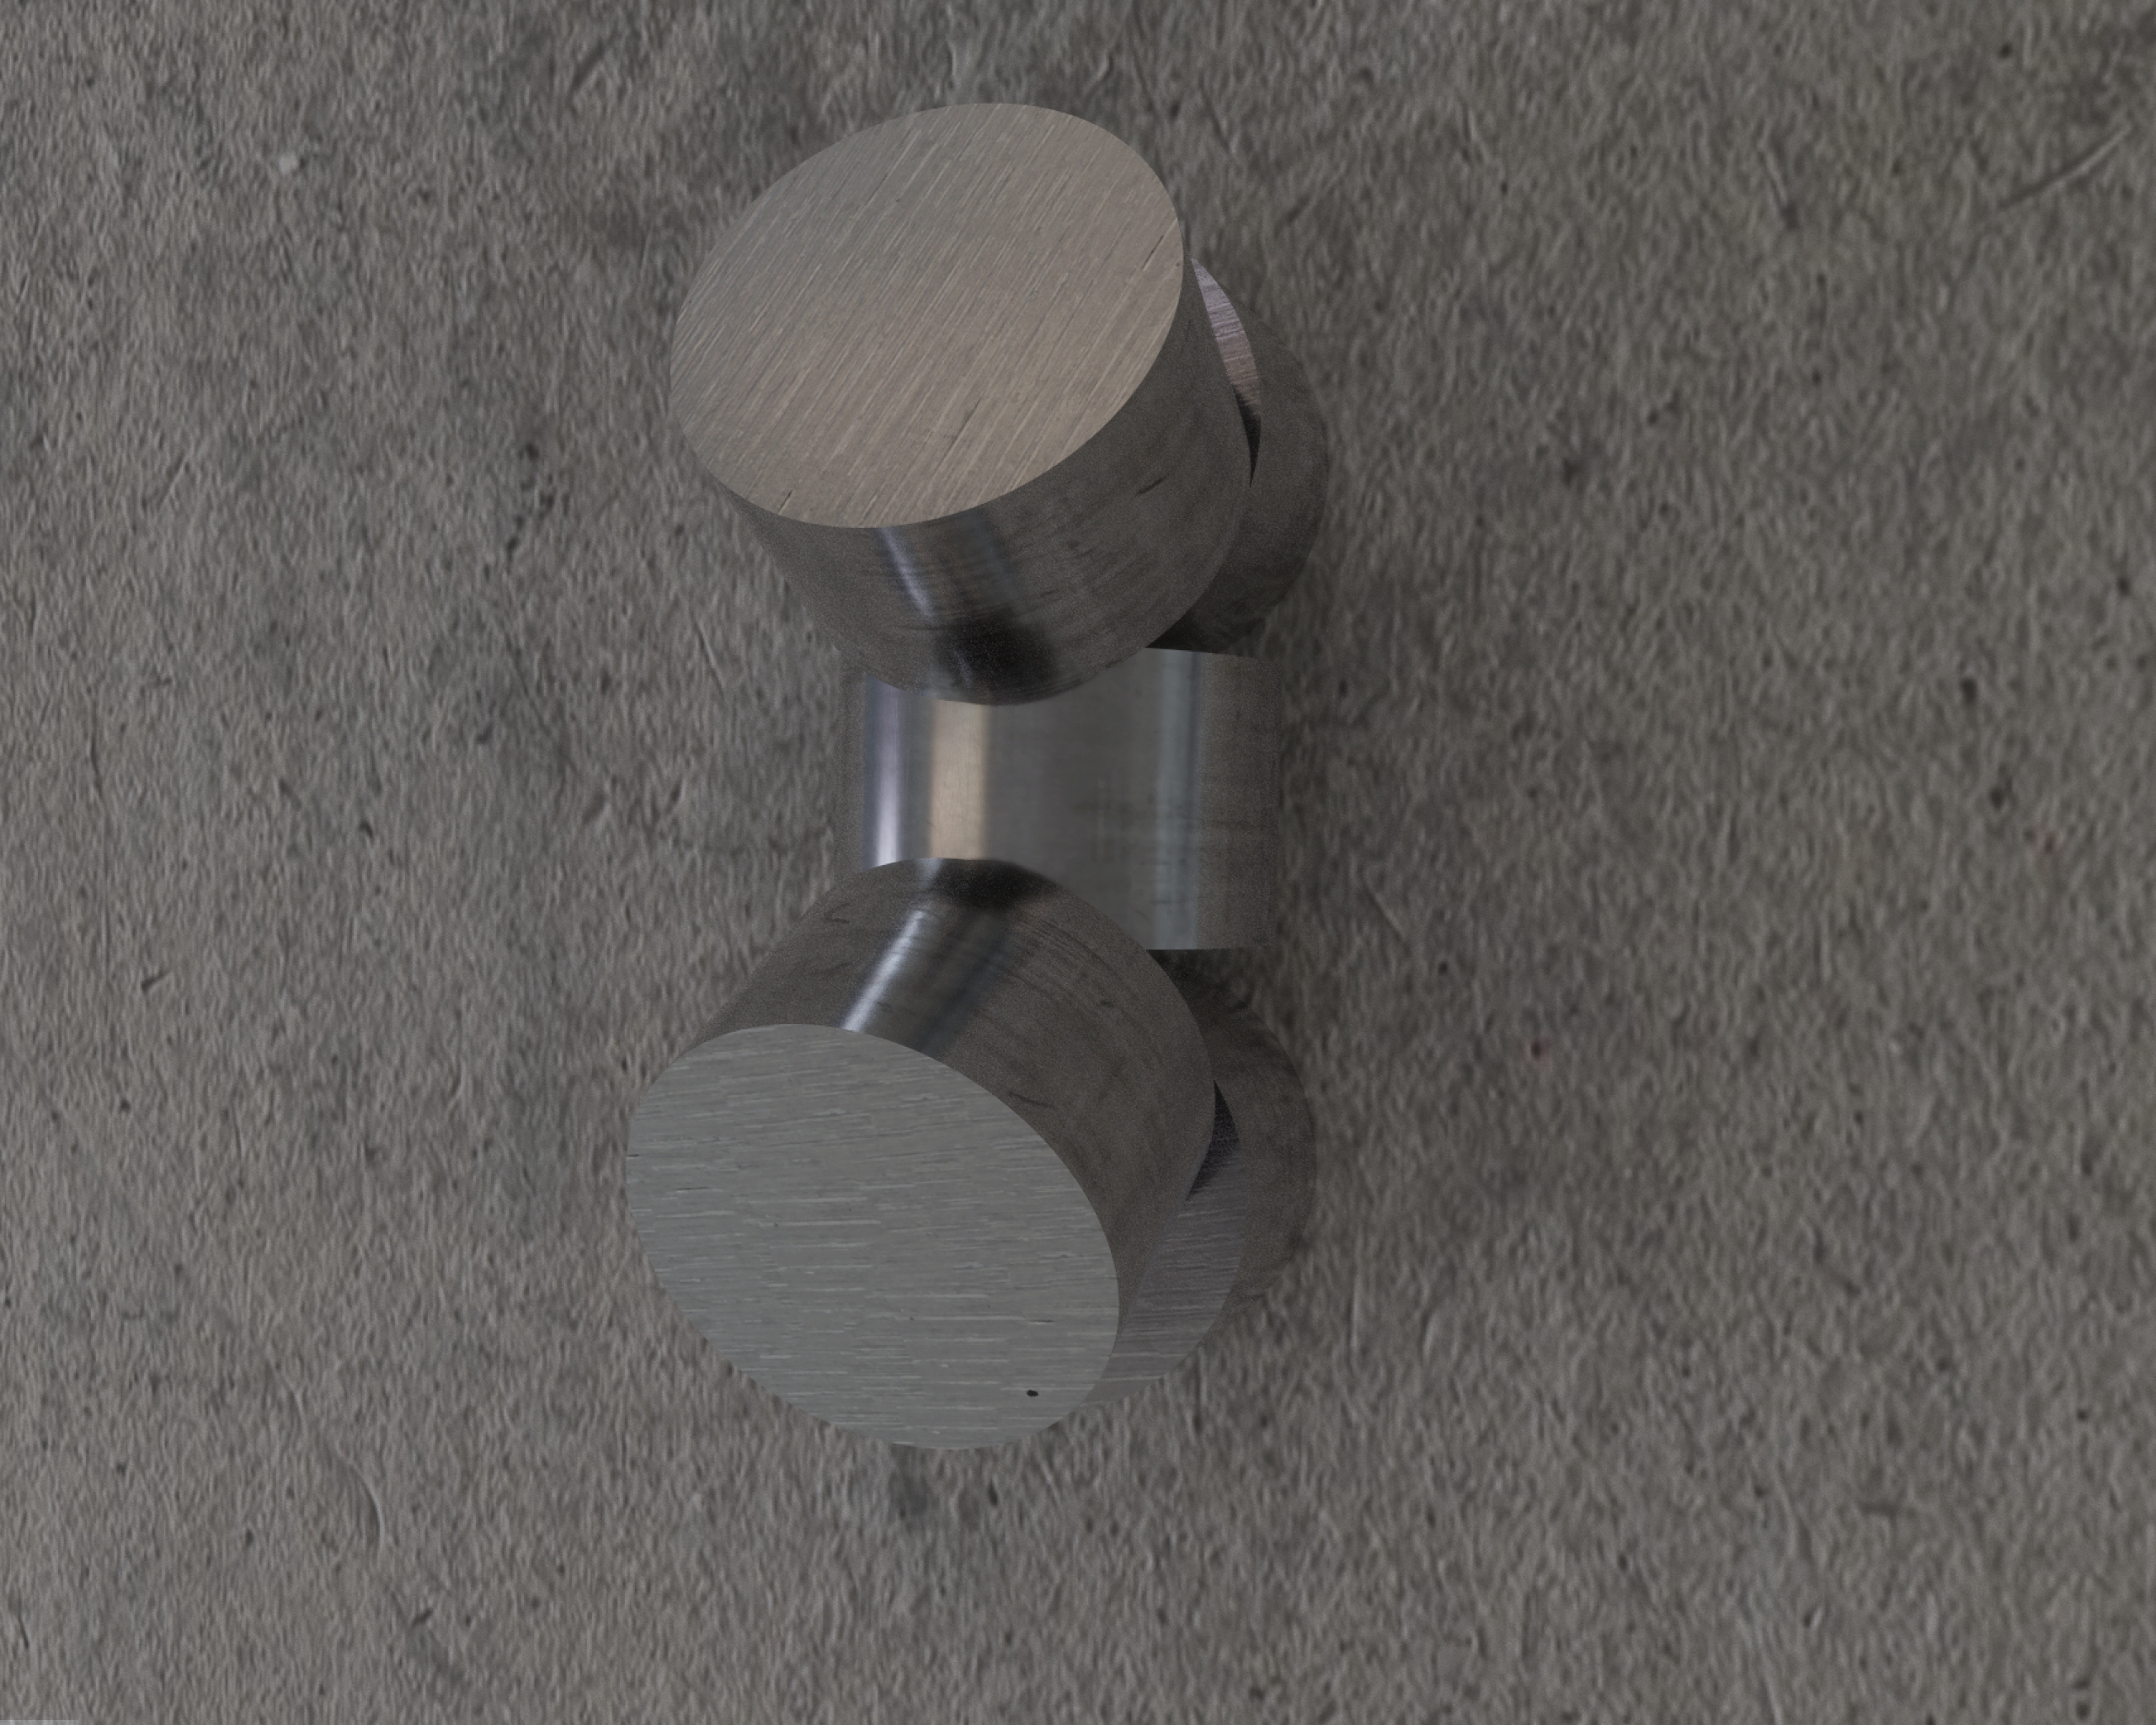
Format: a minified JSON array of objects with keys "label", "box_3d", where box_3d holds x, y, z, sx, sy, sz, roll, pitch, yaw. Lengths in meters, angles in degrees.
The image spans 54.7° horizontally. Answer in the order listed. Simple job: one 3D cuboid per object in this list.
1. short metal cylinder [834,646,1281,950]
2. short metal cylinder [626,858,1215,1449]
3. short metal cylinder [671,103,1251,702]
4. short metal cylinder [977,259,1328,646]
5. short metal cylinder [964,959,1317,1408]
[{"label":"short metal cylinder","box_3d":[-0.004,-0.011,0.381,0.080,0.080,0.050,2,91,20]},{"label":"short metal cylinder","box_3d":[-0.024,0.046,0.334,0.080,0.050,0.079,10,122,16]},{"label":"short metal cylinder","box_3d":[-0.017,-0.072,0.333,0.080,0.050,0.080,-7,62,13]},{"label":"short metal cylinder","box_3d":[0.002,-0.077,0.395,0.080,0.050,0.080,0,90,20]},{"label":"short metal cylinder","box_3d":[0.000,0.058,0.396,0.080,0.050,0.080,0,90,20]}]
